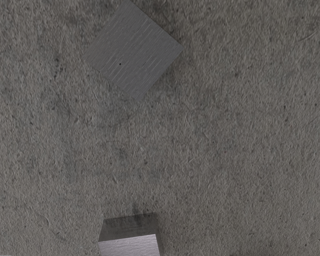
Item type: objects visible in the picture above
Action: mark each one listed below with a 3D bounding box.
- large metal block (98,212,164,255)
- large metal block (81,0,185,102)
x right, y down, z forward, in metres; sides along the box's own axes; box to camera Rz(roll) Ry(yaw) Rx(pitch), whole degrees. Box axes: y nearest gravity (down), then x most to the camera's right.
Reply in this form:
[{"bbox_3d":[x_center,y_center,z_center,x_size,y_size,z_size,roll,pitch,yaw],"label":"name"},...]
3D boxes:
[{"bbox_3d":[-0.039,0.179,0.462,0.080,0.050,0.079,-9,110,3],"label":"large metal block"},{"bbox_3d":[-0.030,-0.091,0.362,0.080,0.050,0.080,38,106,-13],"label":"large metal block"}]
